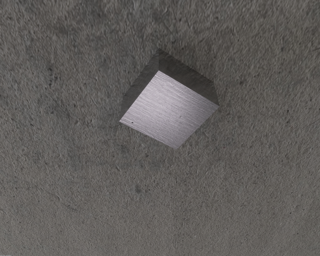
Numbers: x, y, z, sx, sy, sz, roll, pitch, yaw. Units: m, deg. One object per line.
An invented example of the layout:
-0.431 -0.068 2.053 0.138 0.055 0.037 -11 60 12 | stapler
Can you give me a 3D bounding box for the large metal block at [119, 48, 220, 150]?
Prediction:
0.010 -0.032 0.364 0.080 0.050 0.080 27 125 -22 | large metal block
